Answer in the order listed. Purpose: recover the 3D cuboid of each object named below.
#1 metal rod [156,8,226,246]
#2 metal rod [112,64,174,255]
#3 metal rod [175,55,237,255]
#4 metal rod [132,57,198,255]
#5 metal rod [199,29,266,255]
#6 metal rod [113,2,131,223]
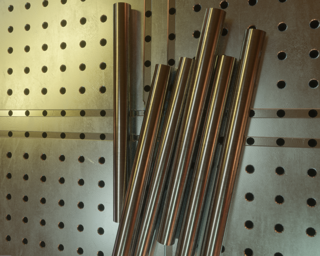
[{"bbox_3d":[0.037,0.004,0.392,0.025,0.025,0.298,14,97,19],"label":"metal rod"},{"bbox_3d":[-0.027,0.064,0.409,0.025,0.025,0.299,13,89,19],"label":"metal rod"},{"bbox_3d":[0.053,0.059,0.393,0.025,0.025,0.298,13,94,19],"label":"metal rod"},{"bbox_3d":[0.002,0.056,0.412,0.025,0.025,0.298,16,95,19],"label":"metal rod"},{"bbox_3d":[0.087,0.031,0.381,0.025,0.025,0.298,12,94,19],"label":"metal rod"},{"bbox_3d":[-0.053,-0.021,0.431,0.025,0.025,0.298,0,90,20],"label":"metal rod"}]
